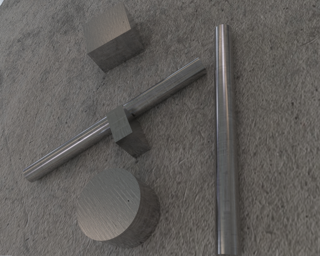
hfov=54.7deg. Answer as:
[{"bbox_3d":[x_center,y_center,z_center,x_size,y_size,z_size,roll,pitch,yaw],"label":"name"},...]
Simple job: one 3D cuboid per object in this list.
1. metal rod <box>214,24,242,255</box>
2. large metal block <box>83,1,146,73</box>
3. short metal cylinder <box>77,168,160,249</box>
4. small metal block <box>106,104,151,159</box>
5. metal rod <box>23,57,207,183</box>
[{"bbox_3d":[0.077,-0.008,0.368,0.025,0.025,0.299,-9,58,23],"label":"metal rod"},{"bbox_3d":[-0.079,-0.153,0.523,0.080,0.050,0.080,-26,53,12],"label":"large metal block"},{"bbox_3d":[-0.046,0.092,0.356,0.080,0.050,0.080,-13,56,21],"label":"short metal cylinder"},{"bbox_3d":[-0.041,0.005,0.406,0.025,0.050,0.050,-31,52,8],"label":"small metal block"},{"bbox_3d":[-0.068,-0.008,0.444,0.300,0.025,0.025,-32,52,7],"label":"metal rod"}]
